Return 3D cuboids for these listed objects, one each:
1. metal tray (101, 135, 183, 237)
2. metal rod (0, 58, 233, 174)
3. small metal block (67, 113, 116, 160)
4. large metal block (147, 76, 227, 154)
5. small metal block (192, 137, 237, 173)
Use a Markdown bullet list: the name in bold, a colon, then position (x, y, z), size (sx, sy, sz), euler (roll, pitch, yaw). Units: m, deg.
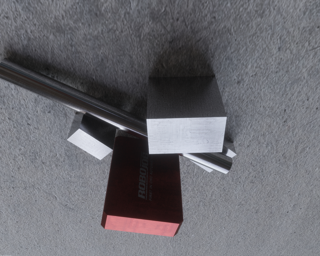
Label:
- **metal tray**: position (-0.021, 0.069, 0.399), size (0.091, 0.130, 0.030), euler (10, 129, -8)
- **metal rod**: position (-0.044, -0.009, 0.383), size (0.302, 0.025, 0.025), euler (24, 126, -13)
- **small metal block**: position (-0.085, 0.005, 0.394), size (0.050, 0.050, 0.025), euler (37, 121, -27)
- **large metal block**: position (0.027, -0.017, 0.357), size (0.081, 0.080, 0.050), euler (-2, 130, 1)
- **small metal block**: position (0.070, 0.030, 0.436), size (0.050, 0.025, 0.050), euler (34, 122, -26)
